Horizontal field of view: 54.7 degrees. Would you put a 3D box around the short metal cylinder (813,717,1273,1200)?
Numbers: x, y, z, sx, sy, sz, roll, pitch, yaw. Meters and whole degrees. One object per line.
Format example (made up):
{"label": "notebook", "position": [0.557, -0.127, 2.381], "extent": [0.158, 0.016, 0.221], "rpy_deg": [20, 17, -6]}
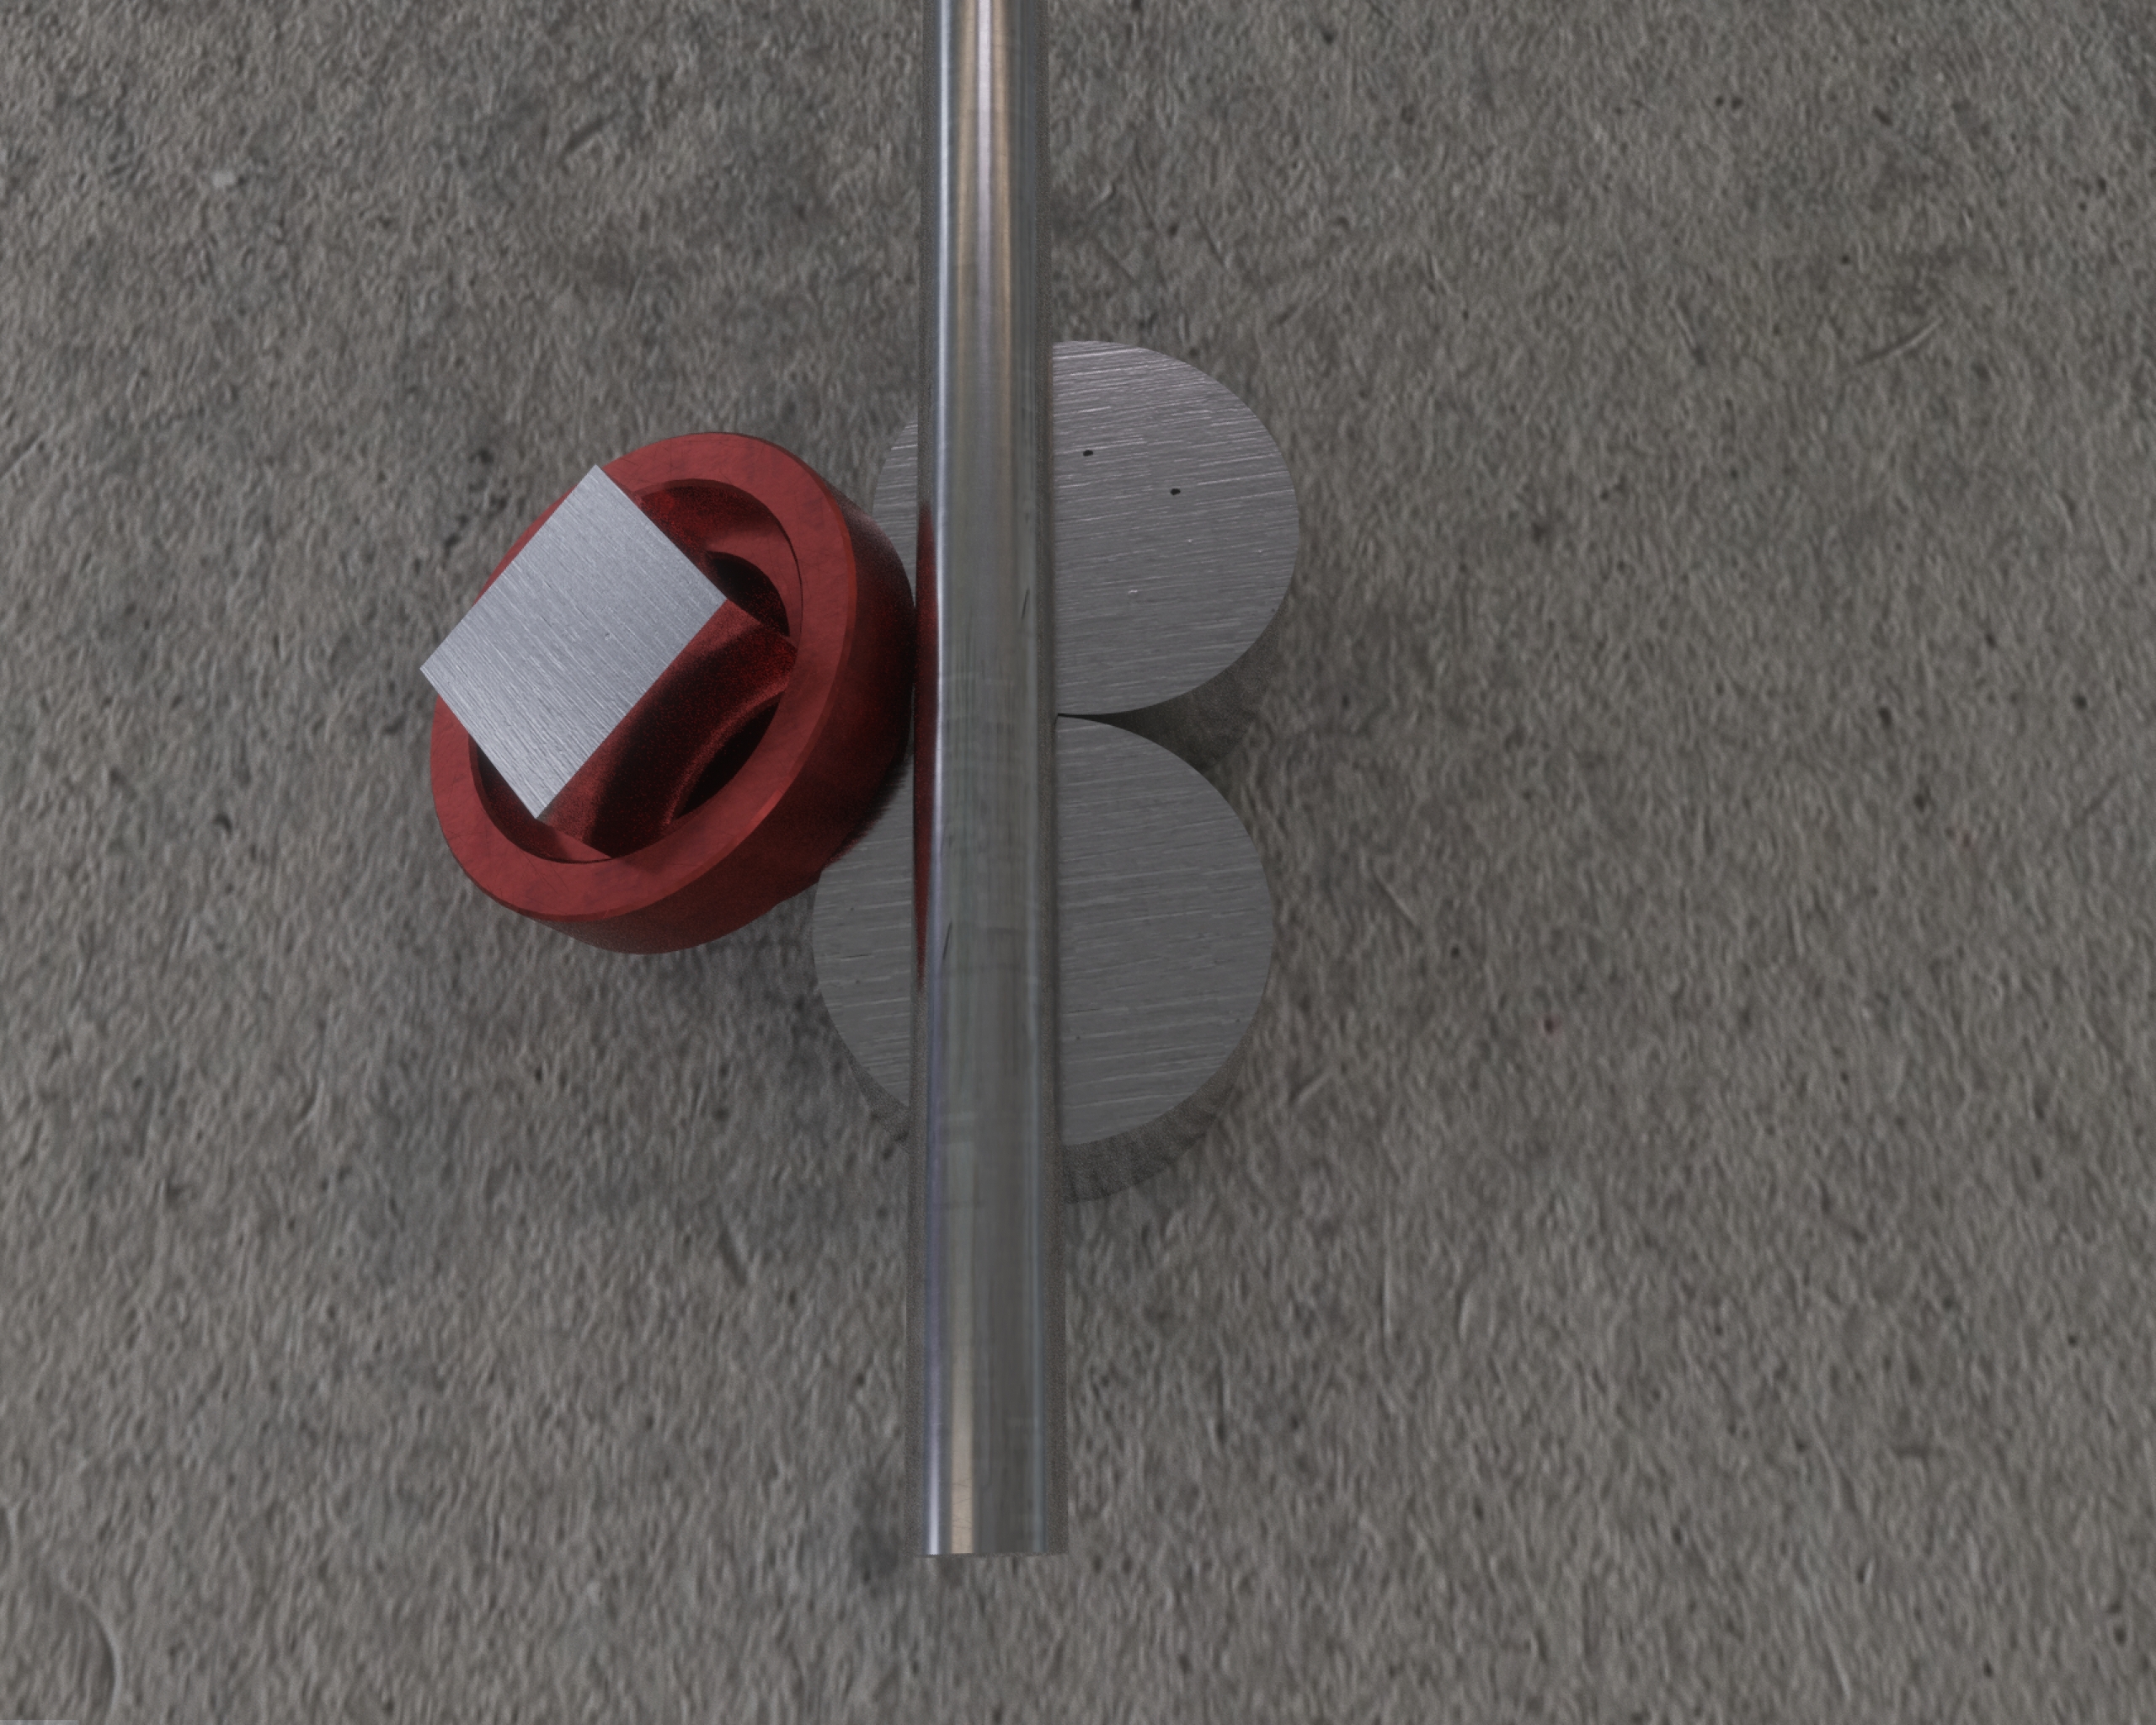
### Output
{"label": "short metal cylinder", "position": [-0.006, 0.019, 0.388], "extent": [0.081, 0.050, 0.080], "rpy_deg": [0, 69, 0]}

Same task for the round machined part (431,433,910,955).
{"label": "round machined part", "position": [-0.071, -0.028, 0.396], "extent": [0.098, 0.042, 0.098], "rpy_deg": [-12, 64, 26]}

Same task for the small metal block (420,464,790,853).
{"label": "small metal block", "position": [-0.084, -0.036, 0.379], "extent": [0.050, 0.025, 0.050], "rpy_deg": [-48, 54, 4]}

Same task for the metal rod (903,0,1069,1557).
{"label": "metal rod", "position": [-0.016, -0.035, 0.369], "extent": [0.025, 0.025, 0.299], "rpy_deg": [-1, 70, 0]}

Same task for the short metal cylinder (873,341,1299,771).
{"label": "short metal cylinder", "position": [0.001, -0.056, 0.417], "extent": [0.081, 0.050, 0.080], "rpy_deg": [0, 70, 0]}
